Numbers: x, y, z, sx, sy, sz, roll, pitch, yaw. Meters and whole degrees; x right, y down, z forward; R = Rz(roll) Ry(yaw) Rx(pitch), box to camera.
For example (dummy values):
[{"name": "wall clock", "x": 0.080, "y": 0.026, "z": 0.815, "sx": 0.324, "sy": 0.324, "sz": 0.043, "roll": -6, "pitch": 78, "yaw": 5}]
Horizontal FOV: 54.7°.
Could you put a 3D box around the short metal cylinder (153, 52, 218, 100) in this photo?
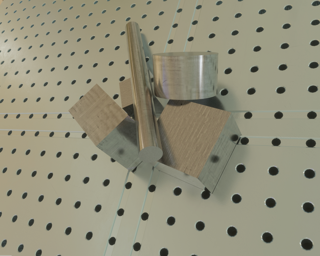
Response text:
[{"name": "short metal cylinder", "x": 0.032, "y": -0.068, "z": 0.388, "sx": 0.080, "sy": 0.081, "sz": 0.050, "roll": 9, "pitch": 110, "yaw": 32}]

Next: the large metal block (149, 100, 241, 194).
[{"name": "large metal block", "x": 0.036, "y": 0.018, "z": 0.361, "sx": 0.080, "sy": 0.050, "sz": 0.080, "roll": 19, "pitch": 72, "yaw": 35}]

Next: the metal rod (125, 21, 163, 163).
[{"name": "metal rod", "x": -0.029, "y": -0.073, "z": 0.428, "sx": 0.025, "sy": 0.025, "sz": 0.300, "roll": -25, "pitch": 41, "yaw": 13}]

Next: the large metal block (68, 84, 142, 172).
[{"name": "large metal block", "x": -0.060, "y": 0.000, "z": 0.402, "sx": 0.050, "sy": 0.080, "sz": 0.080, "roll": -45, "pitch": 51, "yaw": -3}]

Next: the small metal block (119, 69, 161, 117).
[{"name": "small metal block", "x": -0.030, "y": -0.051, "z": 0.454, "sx": 0.050, "sy": 0.025, "sz": 0.050, "roll": -22, "pitch": 54, "yaw": 14}]
